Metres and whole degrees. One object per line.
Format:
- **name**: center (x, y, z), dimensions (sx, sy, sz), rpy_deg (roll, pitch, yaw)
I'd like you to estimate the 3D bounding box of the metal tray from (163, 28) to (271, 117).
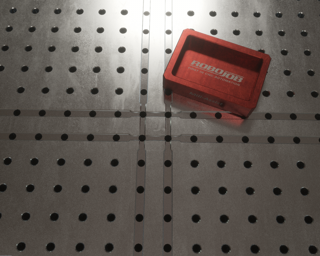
- **metal tray**: center (0.080, -0.079, 0.439), dimensions (0.131, 0.030, 0.090), rpy_deg (20, 71, 7)
